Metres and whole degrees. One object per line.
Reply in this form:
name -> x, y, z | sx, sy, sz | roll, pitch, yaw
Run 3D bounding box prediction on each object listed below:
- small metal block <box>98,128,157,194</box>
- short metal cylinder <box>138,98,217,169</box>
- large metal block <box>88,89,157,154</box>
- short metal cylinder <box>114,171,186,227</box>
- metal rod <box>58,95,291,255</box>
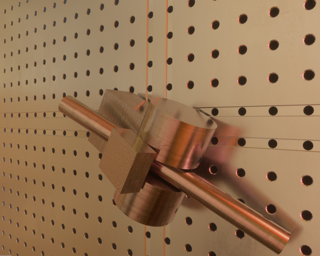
small metal block -> -0.036, 0.034, 0.332 | 0.050, 0.025, 0.050 | 40, 115, 42
short metal cylinder -> 0.018, 0.004, 0.355 | 0.080, 0.081, 0.050 | 35, 111, 34
large metal block -> -0.044, 0.002, 0.422 | 0.080, 0.050, 0.079 | 36, 112, 34
short metal cylinder -> -0.010, 0.072, 0.376 | 0.080, 0.081, 0.050 | 37, 113, 34
metal rod -> 0.000, 0.041, 0.353 | 0.300, 0.025, 0.025 | 31, 110, 19
